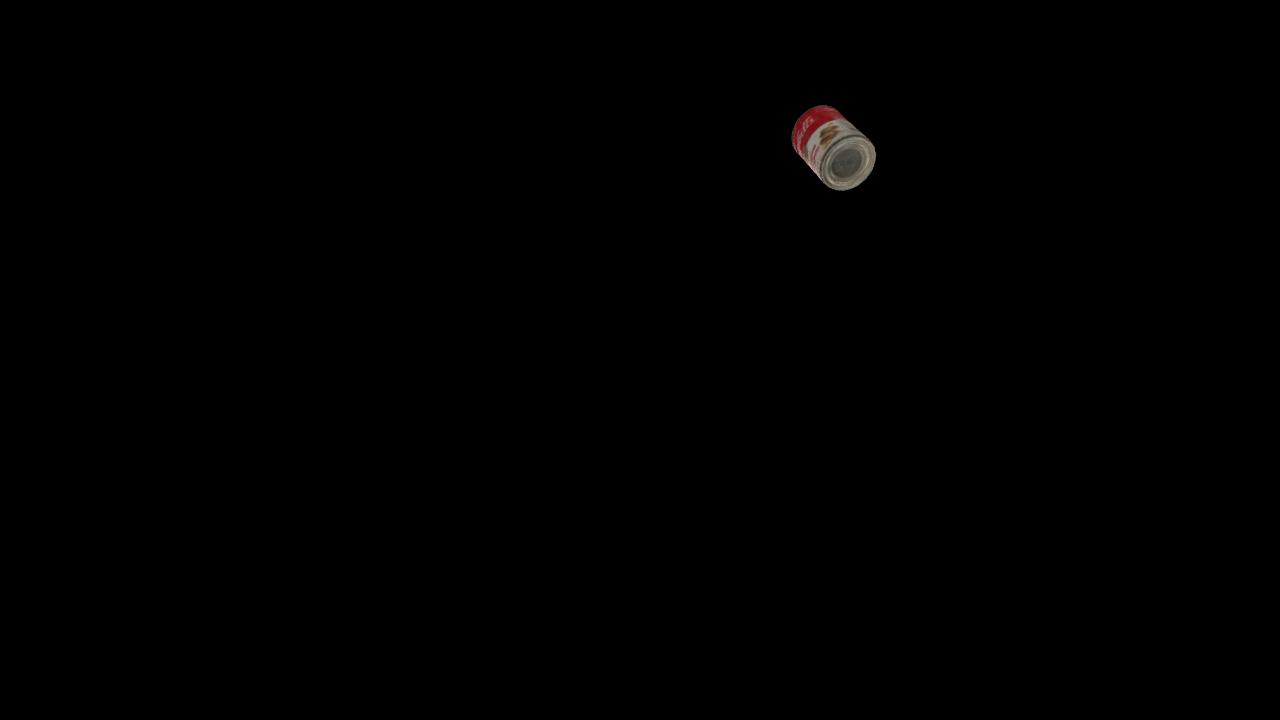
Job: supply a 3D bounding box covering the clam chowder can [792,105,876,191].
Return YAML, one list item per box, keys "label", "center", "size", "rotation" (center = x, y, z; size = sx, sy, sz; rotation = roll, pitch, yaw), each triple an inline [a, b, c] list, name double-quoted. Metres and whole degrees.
- label: "clam chowder can"
  center: [0.231, -0.255, 0.739]
  size: [0.068, 0.068, 0.102]
  rotation: [0, 40, -11]
